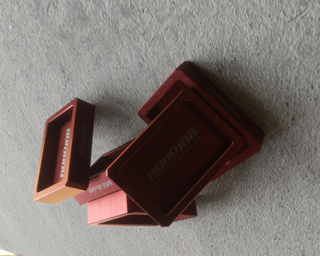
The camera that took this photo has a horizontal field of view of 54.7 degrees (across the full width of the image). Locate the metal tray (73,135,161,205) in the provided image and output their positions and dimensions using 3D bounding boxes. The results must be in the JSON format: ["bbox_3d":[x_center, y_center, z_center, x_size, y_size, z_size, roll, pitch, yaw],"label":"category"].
[{"bbox_3d":[-0.057,0.053,0.428,0.130,0.090,0.030,-27,104,37],"label":"metal tray"}]

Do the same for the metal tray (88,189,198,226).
[{"bbox_3d":[-0.022,0.114,0.433,0.090,0.131,0.030,-27,59,37],"label":"metal tray"}]

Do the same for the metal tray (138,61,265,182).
[{"bbox_3d":[0.048,-0.005,0.376,0.130,0.030,0.090,43,129,-3],"label":"metal tray"}]

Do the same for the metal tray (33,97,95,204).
[{"bbox_3d":[-0.134,0.032,0.436,0.090,0.130,0.030,-27,142,36],"label":"metal tray"}]

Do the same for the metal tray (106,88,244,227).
[{"bbox_3d":[0.016,0.031,0.346,0.090,0.030,0.130,44,84,-3],"label":"metal tray"}]
